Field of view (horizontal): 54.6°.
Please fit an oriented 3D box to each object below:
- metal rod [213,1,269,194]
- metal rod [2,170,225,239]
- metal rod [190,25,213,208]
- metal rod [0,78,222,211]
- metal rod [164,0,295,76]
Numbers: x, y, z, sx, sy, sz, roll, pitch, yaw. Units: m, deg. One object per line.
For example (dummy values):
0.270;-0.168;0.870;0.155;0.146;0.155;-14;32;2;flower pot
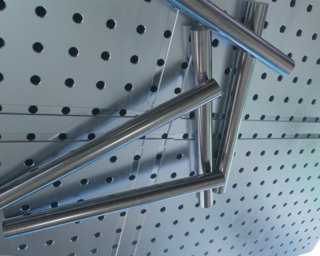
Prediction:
0.110;-0.025;0.454;0.025;0.025;0.298;-9;123;-23;metal rod
-0.049;0.100;0.428;0.302;0.025;0.025;-10;123;-17;metal rod
0.063;0.005;0.447;0.025;0.025;0.298;-19;126;-17;metal rod
-0.064;0.019;0.370;0.301;0.025;0.025;-27;128;-5;metal rod
0.046;-0.128;0.336;0.302;0.025;0.025;21;107;-30;metal rod
